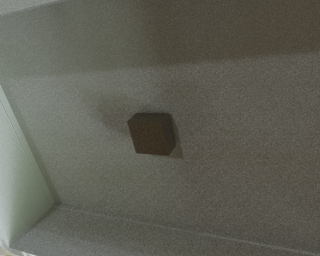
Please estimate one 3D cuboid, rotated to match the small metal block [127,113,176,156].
[{"bbox_3d":[-0.010,0.008,0.415,0.050,0.025,0.050,2,120,28],"label":"small metal block"}]
